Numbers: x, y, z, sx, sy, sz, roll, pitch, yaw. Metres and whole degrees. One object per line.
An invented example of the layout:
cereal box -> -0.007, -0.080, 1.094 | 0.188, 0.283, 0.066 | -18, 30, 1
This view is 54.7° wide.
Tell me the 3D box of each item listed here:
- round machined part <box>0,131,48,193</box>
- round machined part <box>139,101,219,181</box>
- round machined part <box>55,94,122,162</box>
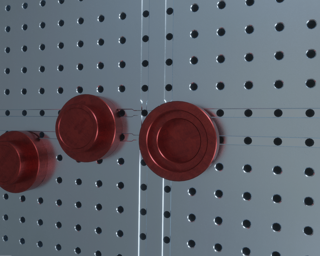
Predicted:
round machined part -> -0.229, 0.053, 0.482 | 0.098, 0.042, 0.097 | 0, 90, 19
round machined part -> 0.026, 0.016, 0.394 | 0.098, 0.042, 0.097 | 0, 90, 19
round machined part -> -0.107, 0.001, 0.440 | 0.098, 0.042, 0.097 | 0, 90, 19
